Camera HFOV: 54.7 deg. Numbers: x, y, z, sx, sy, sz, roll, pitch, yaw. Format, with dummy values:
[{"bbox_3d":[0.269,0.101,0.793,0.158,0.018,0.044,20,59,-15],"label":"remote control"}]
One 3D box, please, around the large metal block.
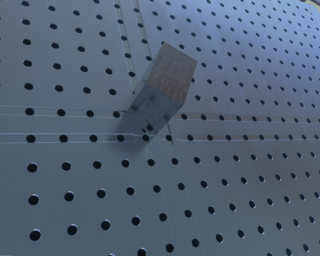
[{"bbox_3d":[0.000,-0.050,0.405,0.050,0.080,0.080,28,52,-11],"label":"large metal block"}]
